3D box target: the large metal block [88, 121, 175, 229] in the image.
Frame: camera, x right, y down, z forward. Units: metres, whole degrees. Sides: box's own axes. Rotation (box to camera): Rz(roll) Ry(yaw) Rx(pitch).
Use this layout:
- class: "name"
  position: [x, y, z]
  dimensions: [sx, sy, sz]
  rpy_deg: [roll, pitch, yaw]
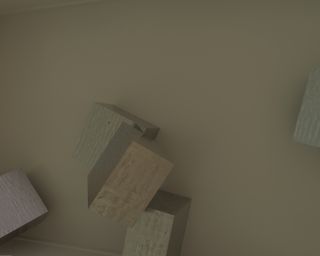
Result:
- class: "large metal block"
  position: [-0.036, 0.047, 0.341]
  dimensions: [0.050, 0.080, 0.080]
  rpy_deg: [32, 95, -19]

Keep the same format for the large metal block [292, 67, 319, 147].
- class: "large metal block"
  position: [0.192, -0.014, 0.310]
  dimensions: [0.080, 0.050, 0.079]
  rpy_deg: [20, 98, 55]

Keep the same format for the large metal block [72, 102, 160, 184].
- class: "large metal block"
  position: [-0.059, 0.019, 0.417]
  dimensions: [0.080, 0.050, 0.080]
  rpy_deg: [26, 99, 18]

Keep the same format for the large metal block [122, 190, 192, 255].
- class: "large metal block"
  position: [-0.002, 0.128, 0.381]
  dimensions: [0.050, 0.080, 0.079]
  rpy_deg: [13, 94, 19]

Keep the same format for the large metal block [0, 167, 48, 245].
- class: "large metal block"
  position: [-0.225, 0.117, 0.451]
  dimensions: [0.080, 0.081, 0.050]
  rpy_deg: [53, 138, 12]
